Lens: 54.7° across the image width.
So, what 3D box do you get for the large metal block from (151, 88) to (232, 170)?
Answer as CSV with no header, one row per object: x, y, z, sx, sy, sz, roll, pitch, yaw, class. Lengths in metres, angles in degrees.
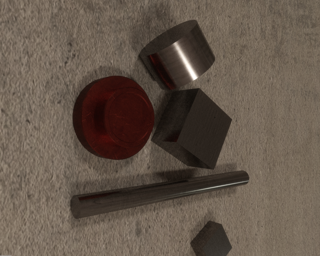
0.046,0.002,0.429,0.080,0.050,0.080,37,67,-34,large metal block

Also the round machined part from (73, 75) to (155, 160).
-0.045,-0.012,0.357,0.099,0.042,0.097,0,90,-40,round machined part

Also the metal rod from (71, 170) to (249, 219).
0.025,0.084,0.428,0.302,0.025,0.025,0,90,-40,metal rod

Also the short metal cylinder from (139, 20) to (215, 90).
0.022,-0.092,0.389,0.080,0.080,0.050,-49,120,-29,short metal cylinder

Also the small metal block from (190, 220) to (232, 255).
0.079,0.180,0.474,0.050,0.025,0.050,-39,114,-33,small metal block
